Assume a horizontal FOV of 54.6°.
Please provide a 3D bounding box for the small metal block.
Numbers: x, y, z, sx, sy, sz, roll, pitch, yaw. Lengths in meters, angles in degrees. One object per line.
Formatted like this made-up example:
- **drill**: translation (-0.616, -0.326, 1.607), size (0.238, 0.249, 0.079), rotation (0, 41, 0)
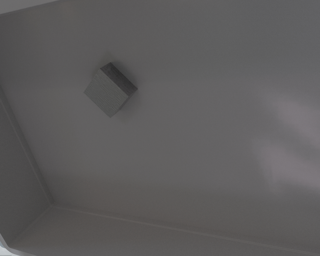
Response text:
- **small metal block**: translation (-0.066, -0.050, 0.414), size (0.050, 0.025, 0.050), rotation (44, 129, -3)
